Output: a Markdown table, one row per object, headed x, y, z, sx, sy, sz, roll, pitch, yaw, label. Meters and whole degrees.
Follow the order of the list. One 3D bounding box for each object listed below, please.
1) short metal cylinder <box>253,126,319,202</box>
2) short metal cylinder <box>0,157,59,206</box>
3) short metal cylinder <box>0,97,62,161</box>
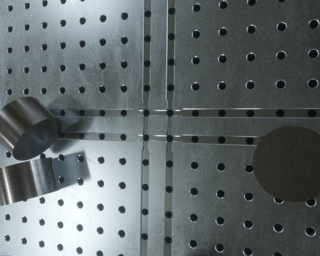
| x | y | z | sx | sy | sz | roll | pitch | yaw | label |
| --- | --- | --- | --- | --- | --- | --- | --- | --- | --- |
| 0.147 | 0.038 | 0.347 | 0.080 | 0.050 | 0.079 | 0 | 90 | 20 | short metal cylinder |
| -0.193 | 0.077 | 0.452 | 0.080 | 0.080 | 0.050 | -17 | 85 | 19 | short metal cylinder |
| -0.193 | 0.001 | 0.451 | 0.050 | 0.080 | 0.080 | 41 | 103 | 15 | short metal cylinder |
